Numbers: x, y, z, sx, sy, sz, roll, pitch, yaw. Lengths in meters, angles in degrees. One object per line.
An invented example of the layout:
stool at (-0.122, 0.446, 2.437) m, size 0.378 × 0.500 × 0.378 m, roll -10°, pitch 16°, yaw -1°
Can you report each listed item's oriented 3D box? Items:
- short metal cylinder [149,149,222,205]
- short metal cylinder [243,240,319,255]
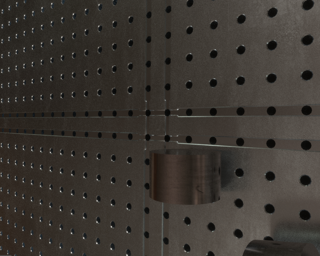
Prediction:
short metal cylinder at (0.028, 0.051, 0.349) m, size 0.080 × 0.081 × 0.050 m, roll 1°, pitch 91°, yaw 39°
short metal cylinder at (0.113, 0.145, 0.280) m, size 0.050 × 0.081 × 0.080 m, roll -12°, pitch 82°, yaw 39°
